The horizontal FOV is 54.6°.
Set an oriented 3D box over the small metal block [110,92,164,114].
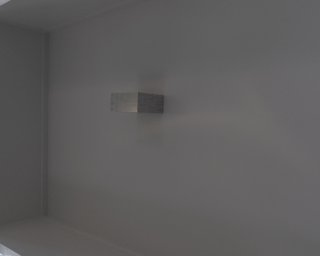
[{"bbox_3d":[-0.031,-0.033,0.417,0.050,0.050,0.025,4,93,40],"label":"small metal block"}]
